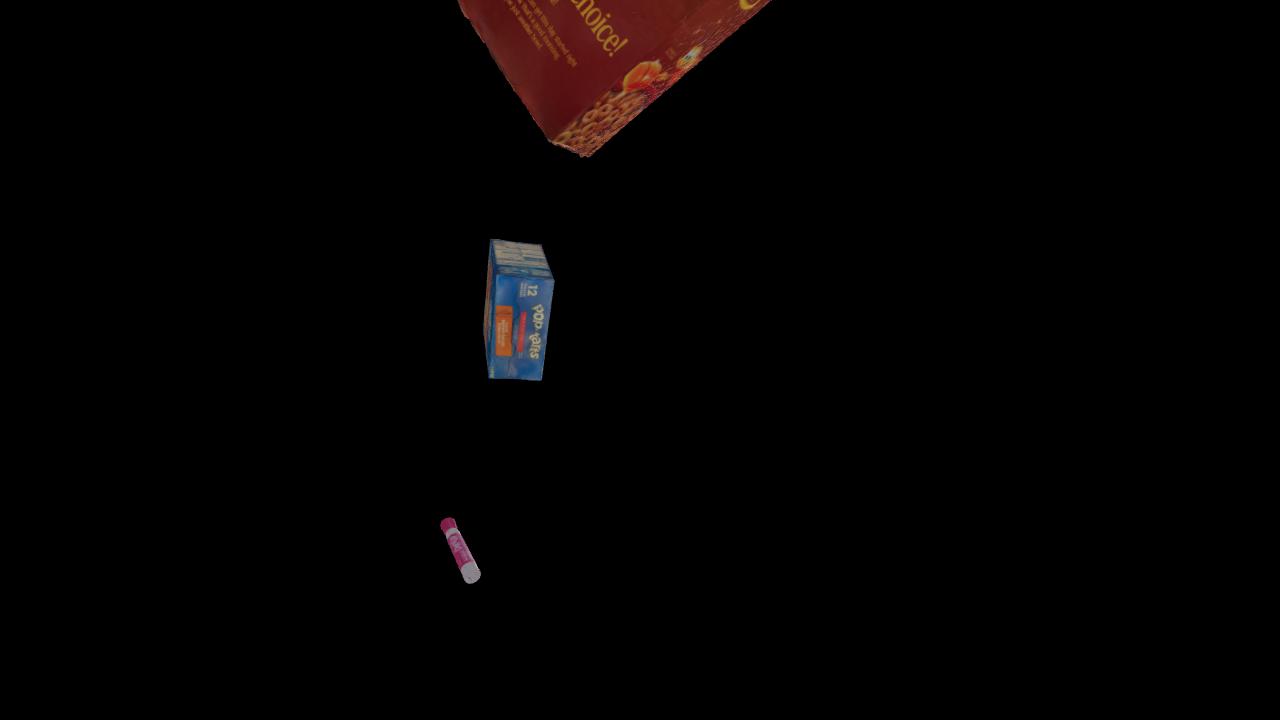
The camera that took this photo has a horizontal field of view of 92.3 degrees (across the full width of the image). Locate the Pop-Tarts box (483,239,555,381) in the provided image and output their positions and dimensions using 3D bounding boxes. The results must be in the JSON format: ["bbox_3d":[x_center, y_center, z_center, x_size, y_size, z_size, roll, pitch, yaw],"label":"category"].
[{"bbox_3d":[-0.187,-0.076,0.923,0.083,0.167,0.141,1,31,-19],"label":"Pop-Tarts box"}]

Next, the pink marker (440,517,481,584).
[{"bbox_3d":[-0.215,0.222,0.729,0.020,0.020,0.121,0,17,-31],"label":"pink marker"}]

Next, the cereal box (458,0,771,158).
[{"bbox_3d":[0.013,-0.310,0.394,0.306,0.203,0.081,-35,-3,20],"label":"cereal box"}]
